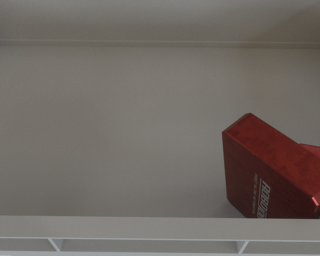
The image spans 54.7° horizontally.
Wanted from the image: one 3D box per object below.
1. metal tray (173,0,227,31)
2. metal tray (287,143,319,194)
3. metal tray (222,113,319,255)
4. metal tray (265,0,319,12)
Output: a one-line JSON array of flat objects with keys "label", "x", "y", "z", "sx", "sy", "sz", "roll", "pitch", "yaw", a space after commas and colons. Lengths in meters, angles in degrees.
[{"label": "metal tray", "x": 0.073, "y": -0.240, "z": 0.605, "sx": 0.091, "sy": 0.030, "sz": 0.130, "roll": -2, "pitch": 50, "yaw": -2}, {"label": "metal tray", "x": 0.182, "y": 0.056, "z": 0.275, "sx": 0.090, "sy": 0.131, "sz": 0.030, "roll": 11, "pitch": 76, "yaw": 46}, {"label": "metal tray", "x": 0.102, "y": 0.057, "z": 0.281, "sx": 0.030, "sy": 0.130, "sz": 0.090, "roll": -36, "pitch": 51, "yaw": -16}, {"label": "metal tray", "x": 0.247, "y": -0.233, "z": 0.556, "sx": 0.090, "sy": 0.030, "sz": 0.130, "roll": 7, "pitch": 15, "yaw": 6}]
